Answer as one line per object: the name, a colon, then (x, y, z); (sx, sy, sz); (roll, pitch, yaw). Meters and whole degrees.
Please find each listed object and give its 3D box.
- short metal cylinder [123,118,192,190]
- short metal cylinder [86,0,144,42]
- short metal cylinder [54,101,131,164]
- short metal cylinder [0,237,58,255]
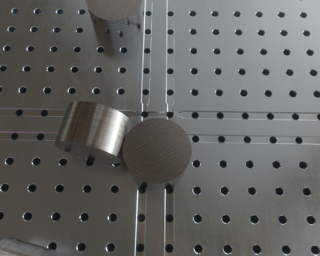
short metal cylinder: (-0.003, 0.034, 0.386); (0.081, 0.050, 0.080); (0, 70, 0)
short metal cylinder: (-0.065, -0.177, 0.462); (0.081, 0.050, 0.080); (0, 70, 0)
short metal cylinder: (-0.081, 0.007, 0.379); (0.080, 0.080, 0.050); (12, 71, 4)
short metal cylinder: (-0.150, 0.161, 0.322); (0.050, 0.080, 0.080); (15, 71, 5)
